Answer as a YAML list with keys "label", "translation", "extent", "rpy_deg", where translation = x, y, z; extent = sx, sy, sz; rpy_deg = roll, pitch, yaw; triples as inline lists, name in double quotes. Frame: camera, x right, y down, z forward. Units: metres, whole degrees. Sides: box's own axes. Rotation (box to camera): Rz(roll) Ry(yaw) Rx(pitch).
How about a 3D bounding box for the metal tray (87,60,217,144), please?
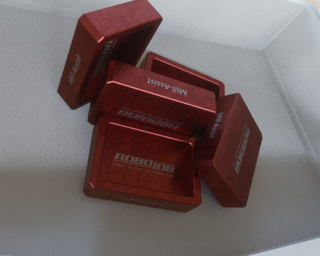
- label: "metal tray"
  translation: [-0.011, -0.024, 0.370]
  extent: [0.131, 0.090, 0.030]
  rpy_deg: [15, 56, -21]

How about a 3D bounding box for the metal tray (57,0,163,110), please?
- label: "metal tray"
  translation: [-0.060, -0.080, 0.353]
  extent: [0.091, 0.129, 0.030]
  rpy_deg: [-34, 82, -38]

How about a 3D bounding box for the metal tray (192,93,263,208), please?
- label: "metal tray"
  translation: [0.095, 0.027, 0.411]
  extent: [0.090, 0.030, 0.130]
  rpy_deg: [53, 46, -28]

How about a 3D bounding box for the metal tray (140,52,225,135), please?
- label: "metal tray"
  translation: [0.031, -0.047, 0.447]
  extent: [0.131, 0.030, 0.090]
  rpy_deg: [19, 54, -17]

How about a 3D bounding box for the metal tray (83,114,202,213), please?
- label: "metal tray"
  translation: [-0.016, 0.043, 0.365]
  extent: [0.131, 0.030, 0.090]
  rpy_deg: [15, 56, -20]
